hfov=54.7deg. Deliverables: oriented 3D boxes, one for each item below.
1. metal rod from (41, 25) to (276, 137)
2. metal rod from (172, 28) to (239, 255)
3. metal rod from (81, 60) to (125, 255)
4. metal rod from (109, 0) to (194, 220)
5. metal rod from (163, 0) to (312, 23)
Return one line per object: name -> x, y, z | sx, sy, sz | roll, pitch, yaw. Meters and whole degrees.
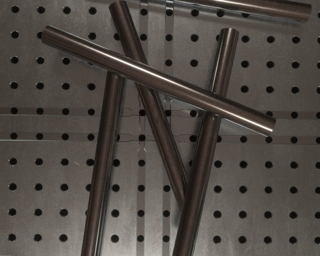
metal rod -> -0.005, -0.060, 0.382 | 0.301, 0.025, 0.025 | 23, 90, 4
metal rod -> 0.060, 0.016, 0.398 | 0.025, 0.025, 0.299 | 13, 83, -1
metal rod -> -0.077, 0.058, 0.412 | 0.025, 0.025, 0.298 | 8, 90, -1
metal rod -> -0.007, -0.023, 0.413 | 0.025, 0.025, 0.298 | -19, 90, 0
metal rod -> 0.048, -0.177, 0.413 | 0.302, 0.025, 0.025 | 9, 90, -1
